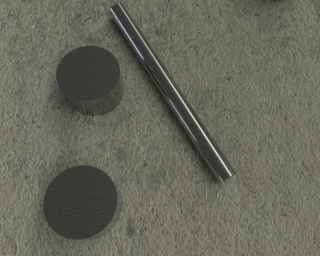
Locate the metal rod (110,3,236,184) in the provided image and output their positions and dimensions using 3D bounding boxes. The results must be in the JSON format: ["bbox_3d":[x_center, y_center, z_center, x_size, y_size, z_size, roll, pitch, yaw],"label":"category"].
[{"bbox_3d":[0.009,-0.059,0.429,0.025,0.025,0.299,-29,73,-10],"label":"metal rod"}]

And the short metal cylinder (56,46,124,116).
[{"bbox_3d":[-0.091,-0.062,0.417,0.081,0.050,0.080,0,70,0],"label":"short metal cylinder"}]

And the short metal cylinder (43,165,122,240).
[{"bbox_3d":[-0.087,0.088,0.362,0.081,0.050,0.080,0,70,0],"label":"short metal cylinder"}]
